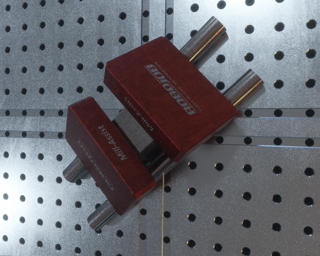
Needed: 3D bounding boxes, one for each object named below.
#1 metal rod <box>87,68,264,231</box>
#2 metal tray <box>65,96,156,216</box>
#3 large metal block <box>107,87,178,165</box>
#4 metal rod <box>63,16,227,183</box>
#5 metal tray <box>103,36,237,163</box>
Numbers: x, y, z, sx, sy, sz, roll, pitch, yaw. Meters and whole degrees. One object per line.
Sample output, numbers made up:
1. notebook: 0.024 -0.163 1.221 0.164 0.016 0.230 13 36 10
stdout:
1. metal rod: 0.011 0.037 0.408 0.299 0.025 0.025 -43 77 14
2. metal tray: -0.066 0.037 0.377 0.130 0.030 0.090 52 149 12
3. large metal block: -0.013 -0.002 0.386 0.080 0.080 0.050 -44 77 14
4. metal rod: -0.030 -0.030 0.422 0.299 0.025 0.025 -44 77 14
5. metal tray: 0.010 -0.037 0.350 0.091 0.030 0.130 -34 75 -29
